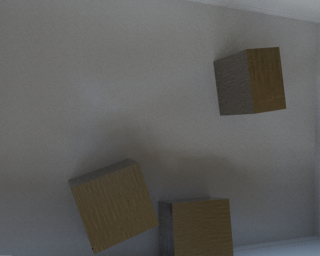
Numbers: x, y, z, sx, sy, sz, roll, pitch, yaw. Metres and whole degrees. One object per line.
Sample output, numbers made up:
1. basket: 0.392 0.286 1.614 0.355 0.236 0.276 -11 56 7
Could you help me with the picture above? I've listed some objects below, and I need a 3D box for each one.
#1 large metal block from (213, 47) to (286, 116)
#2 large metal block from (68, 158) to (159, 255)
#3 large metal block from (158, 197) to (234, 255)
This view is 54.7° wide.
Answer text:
1. large metal block: 0.120 -0.061 0.425 0.050 0.080 0.080 -9 93 -20
2. large metal block: -0.057 0.090 0.376 0.081 0.050 0.080 -19 97 -19
3. large metal block: 0.046 0.135 0.408 0.081 0.050 0.080 0 81 -20
